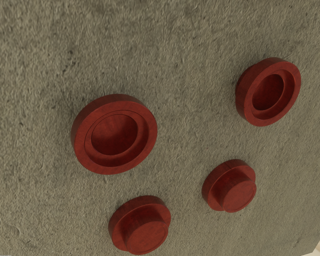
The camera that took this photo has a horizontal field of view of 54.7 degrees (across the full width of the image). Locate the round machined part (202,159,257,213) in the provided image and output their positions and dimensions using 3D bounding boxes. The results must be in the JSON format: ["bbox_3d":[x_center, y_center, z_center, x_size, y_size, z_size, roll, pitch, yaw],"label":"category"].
[{"bbox_3d":[0.124,0.105,0.528,0.099,0.042,0.097,-14,124,-21],"label":"round machined part"}]

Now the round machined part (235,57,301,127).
[{"bbox_3d":[0.148,-0.054,0.443,0.099,0.042,0.097,-14,124,-21],"label":"round machined part"}]

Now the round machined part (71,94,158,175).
[{"bbox_3d":[-0.056,0.004,0.367,0.099,0.042,0.097,-14,124,-21],"label":"round machined part"}]

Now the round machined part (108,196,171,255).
[{"bbox_3d":[-0.026,0.156,0.478,0.099,0.042,0.097,-14,124,-21],"label":"round machined part"}]
